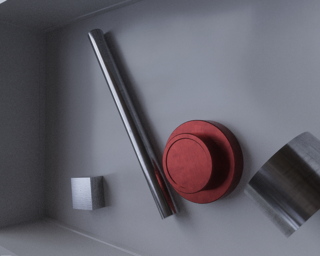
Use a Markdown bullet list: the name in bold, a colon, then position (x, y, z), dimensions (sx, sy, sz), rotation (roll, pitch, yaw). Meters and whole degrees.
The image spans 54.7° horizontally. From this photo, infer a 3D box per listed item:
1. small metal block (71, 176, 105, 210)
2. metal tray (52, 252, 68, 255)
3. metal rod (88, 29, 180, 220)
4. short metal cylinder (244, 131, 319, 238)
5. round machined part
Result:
- **small metal block**: position (-0.117, 0.104, 0.500), dimensions (0.050, 0.025, 0.050), rotation (-8, 85, 39)
- **metal tray**: position (-0.172, 0.300, 0.545), dimensions (0.090, 0.030, 0.129), rotation (26, 106, 36)
- **metal rod**: position (-0.044, -0.018, 0.440), dimensions (0.025, 0.025, 0.299), rotation (-37, 68, 33)
- **short metal cylinder**: position (0.121, 0.049, 0.270), dimensions (0.050, 0.081, 0.080), rotation (48, 118, 29)
- **round machined part**: position (0.042, 0.039, 0.360), dimensions (0.098, 0.042, 0.097), rotation (0, 90, 39)
